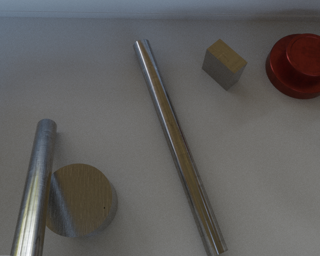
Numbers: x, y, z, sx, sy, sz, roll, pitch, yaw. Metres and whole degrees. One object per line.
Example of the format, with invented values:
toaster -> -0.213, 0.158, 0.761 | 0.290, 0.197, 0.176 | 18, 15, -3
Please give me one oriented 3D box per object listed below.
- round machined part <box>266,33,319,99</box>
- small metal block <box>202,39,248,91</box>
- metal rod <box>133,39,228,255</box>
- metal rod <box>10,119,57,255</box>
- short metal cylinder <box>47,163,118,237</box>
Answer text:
round machined part -> 0.205, -0.093, 0.437 | 0.099, 0.042, 0.098 | 0, 70, -1
small metal block -> 0.088, -0.086, 0.429 | 0.025, 0.050, 0.050 | -41, 75, -13
metal rod -> 0.020, 0.011, 0.405 | 0.025, 0.025, 0.299 | -17, 71, -7
metal rod -> -0.120, 0.082, 0.291 | 0.025, 0.025, 0.300 | -13, 36, -5
short metal cylinder -> -0.093, 0.086, 0.364 | 0.081, 0.050, 0.080 | 0, 70, -1
